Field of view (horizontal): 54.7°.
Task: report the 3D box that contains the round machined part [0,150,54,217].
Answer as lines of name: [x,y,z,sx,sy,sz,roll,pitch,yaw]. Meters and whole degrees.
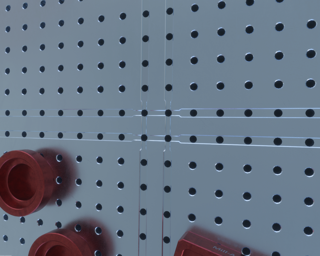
round machined part: [-0.203,0.081,0.473,0.098,0.042,0.097,0,90,19]

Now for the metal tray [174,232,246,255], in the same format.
metal tray: [0.076,0.197,0.382,0.130,0.030,0.089,18,96,18]

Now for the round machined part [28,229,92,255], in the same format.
round machined part: [-0.139,0.195,0.451,0.098,0.042,0.097,0,90,19]
